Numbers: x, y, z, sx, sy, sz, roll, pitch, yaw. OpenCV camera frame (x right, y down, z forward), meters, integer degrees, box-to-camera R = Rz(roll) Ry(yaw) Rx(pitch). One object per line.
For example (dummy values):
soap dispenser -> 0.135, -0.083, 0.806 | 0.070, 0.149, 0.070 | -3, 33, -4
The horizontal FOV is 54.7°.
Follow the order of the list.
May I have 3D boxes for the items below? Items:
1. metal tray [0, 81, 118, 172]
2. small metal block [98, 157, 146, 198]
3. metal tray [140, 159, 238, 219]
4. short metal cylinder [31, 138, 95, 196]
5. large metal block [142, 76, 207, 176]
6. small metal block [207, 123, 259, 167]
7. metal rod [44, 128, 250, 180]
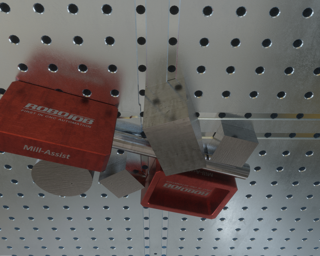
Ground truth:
metal tray -> -0.120, -0.004, 0.363 | 0.131, 0.090, 0.030 | 14, 129, -12
small metal block -> -0.058, 0.077, 0.478 | 0.050, 0.025, 0.050 | -26, 126, 20
metal tray -> 0.044, 0.098, 0.491 | 0.131, 0.030, 0.089 | 14, 129, -12
short metal cylinder -> -0.132, 0.052, 0.437 | 0.081, 0.050, 0.079 | 0, 130, 0
large metal block -> 0.018, -0.002, 0.375 | 0.050, 0.080, 0.080 | -14, 129, 12
small metal block -> 0.101, 0.025, 0.433 | 0.050, 0.025, 0.050 | 13, 129, -11
metal rod -> -0.013, 0.028, 0.435 | 0.302, 0.025, 0.025 | 15, 129, -13
